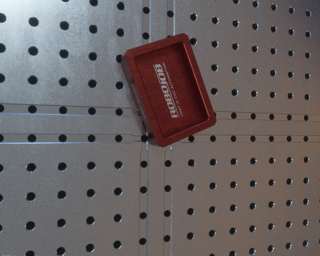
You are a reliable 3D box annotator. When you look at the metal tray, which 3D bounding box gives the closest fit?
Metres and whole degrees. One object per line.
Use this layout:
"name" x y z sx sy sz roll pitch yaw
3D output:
"metal tray" 0.012 -0.050 0.414 0.091 0.030 0.129 -23 98 -19
